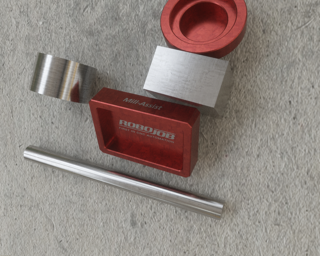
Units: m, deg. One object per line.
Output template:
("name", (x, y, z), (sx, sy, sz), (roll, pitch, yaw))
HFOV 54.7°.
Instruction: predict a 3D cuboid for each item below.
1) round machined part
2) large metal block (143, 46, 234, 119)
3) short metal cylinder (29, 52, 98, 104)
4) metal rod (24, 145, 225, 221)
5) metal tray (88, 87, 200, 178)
("round machined part", (0.053, -0.121, 0.371), (0.098, 0.042, 0.098), (-4, 71, 12))
("large metal block", (0.038, -0.050, 0.363), (0.080, 0.080, 0.050), (17, 88, 19))
("short metal cylinder", (-0.132, -0.068, 0.425), (0.080, 0.080, 0.050), (17, 96, 19))
("metal rod", (-0.062, 0.070, 0.429), (0.301, 0.025, 0.025), (13, 94, 19))
("metal tray", (-0.019, 0.006, 0.385), (0.130, 0.030, 0.089), (14, 134, 19))
